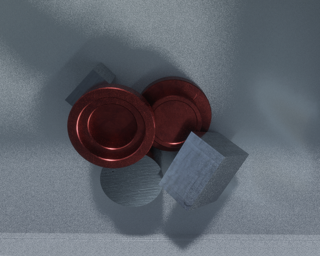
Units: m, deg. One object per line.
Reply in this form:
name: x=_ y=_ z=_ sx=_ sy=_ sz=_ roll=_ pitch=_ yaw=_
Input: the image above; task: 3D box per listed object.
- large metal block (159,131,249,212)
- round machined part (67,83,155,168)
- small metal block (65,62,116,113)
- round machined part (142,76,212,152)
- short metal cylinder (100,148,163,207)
large metal block: x=0.057 y=0.052 z=0.393 sx=0.050 sy=0.080 sz=0.080 roll=40 pitch=109 yaw=29
round machined part: x=-0.055 y=-0.005 z=0.367 sx=0.099 sy=0.042 sz=0.097 roll=0 pitch=110 yaw=-1
small metal block: x=-0.083 y=-0.050 z=0.376 sx=0.025 sy=0.050 sz=0.050 roll=43 pitch=105 yaw=-14
round machined part: x=0.017 y=-0.014 z=0.394 sx=0.099 sy=0.042 sz=0.097 roll=0 pitch=110 yaw=-1
short metal cylinder: x=-0.036 y=0.058 z=0.417 sx=0.081 sy=0.050 sz=0.079 roll=0 pitch=110 yaw=-1
